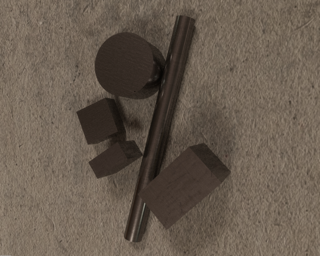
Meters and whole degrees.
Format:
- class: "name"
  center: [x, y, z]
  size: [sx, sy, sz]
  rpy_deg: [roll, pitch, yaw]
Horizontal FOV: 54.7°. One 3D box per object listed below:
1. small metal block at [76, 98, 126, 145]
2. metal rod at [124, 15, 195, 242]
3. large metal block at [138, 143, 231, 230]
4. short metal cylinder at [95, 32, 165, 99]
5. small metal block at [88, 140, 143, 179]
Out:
- class: "small metal block"
  center: [-0.083, -0.009, 0.437]
  size: [0.050, 0.025, 0.050]
  rpy_deg: [-23, 83, 18]
- class: "metal rod"
  center: [-0.002, 0.005, 0.408]
  size: [0.025, 0.025, 0.298]
  rpy_deg: [15, 95, 19]
- class: "large metal block"
  center: [0.032, 0.065, 0.368]
  size: [0.080, 0.080, 0.050]
  rpy_deg: [-44, 77, 14]
- class: "short metal cylinder"
  center: [-0.037, -0.079, 0.408]
  size: [0.080, 0.050, 0.079]
  rpy_deg: [0, 90, 19]
- class: "small metal block"
  center: [-0.058, 0.041, 0.415]
  size: [0.050, 0.050, 0.025]
  rpy_deg: [-34, 79, 16]
